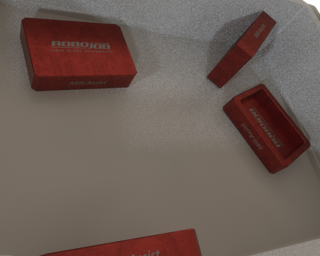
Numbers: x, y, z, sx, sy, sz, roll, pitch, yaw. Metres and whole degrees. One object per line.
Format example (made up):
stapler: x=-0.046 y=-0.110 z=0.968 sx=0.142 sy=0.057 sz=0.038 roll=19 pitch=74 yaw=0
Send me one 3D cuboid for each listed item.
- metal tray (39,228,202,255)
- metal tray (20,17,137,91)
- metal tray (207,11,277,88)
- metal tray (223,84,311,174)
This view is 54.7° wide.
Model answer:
metal tray: x=-0.040 y=0.121 z=0.269 sx=0.131 sy=0.090 sz=0.030 roll=1 pitch=62 yaw=-28
metal tray: x=-0.105 y=-0.096 z=0.405 sx=0.131 sy=0.030 sz=0.090 roll=-7 pitch=65 yaw=-32
metal tray: x=0.138 y=-0.132 z=0.521 sx=0.030 sy=0.090 sz=0.131 roll=41 pitch=51 yaw=-1
metal tray: x=0.173 y=-0.003 z=0.499 sx=0.091 sy=0.030 sz=0.130 roll=-26 pitch=76 yaw=-37
